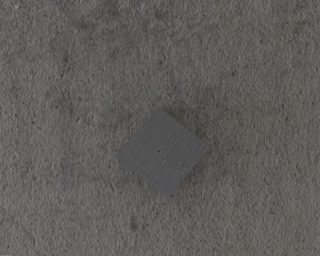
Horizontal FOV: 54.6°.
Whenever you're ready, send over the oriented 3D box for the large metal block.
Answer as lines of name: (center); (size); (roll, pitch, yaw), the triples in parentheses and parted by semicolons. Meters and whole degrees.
large metal block: (0.003, 0.029, 0.398); (0.080, 0.050, 0.080); (39, 90, 0)
